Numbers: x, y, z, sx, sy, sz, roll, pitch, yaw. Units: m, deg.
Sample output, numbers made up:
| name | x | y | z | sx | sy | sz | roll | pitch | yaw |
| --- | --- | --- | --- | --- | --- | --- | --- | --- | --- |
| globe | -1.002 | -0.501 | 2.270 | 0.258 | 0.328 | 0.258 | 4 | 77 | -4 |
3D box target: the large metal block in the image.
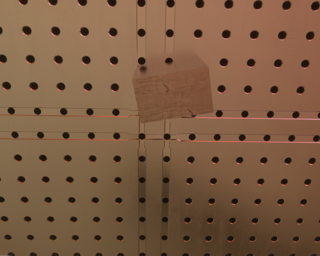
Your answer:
| name | x | y | z | sx | sy | sz | roll | pitch | yaw |
| --- | --- | --- | --- | --- | --- | --- | --- | --- | --- |
| large metal block | 0.014 | -0.048 | 0.367 | 0.080 | 0.080 | 0.050 | -9 | 110 | 3 |
